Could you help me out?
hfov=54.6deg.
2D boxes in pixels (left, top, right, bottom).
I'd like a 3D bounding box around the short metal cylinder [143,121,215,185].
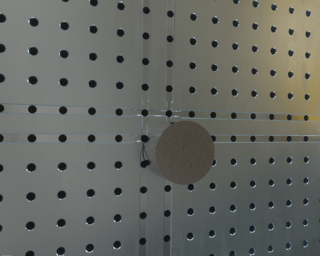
[{"bbox_3d":[0.024,0.031,0.408,0.081,0.050,0.080,0,90,-20],"label":"short metal cylinder"}]
